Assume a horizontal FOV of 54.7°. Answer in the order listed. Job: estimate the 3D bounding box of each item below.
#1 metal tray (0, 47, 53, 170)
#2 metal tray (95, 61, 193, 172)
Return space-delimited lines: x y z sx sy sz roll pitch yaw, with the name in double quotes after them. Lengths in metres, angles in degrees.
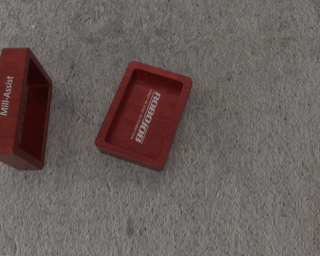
-0.167 -0.020 0.379 0.030 0.090 0.130 -1 70 0 "metal tray"
-0.019 -0.018 0.411 0.090 0.030 0.130 18 71 6 "metal tray"
